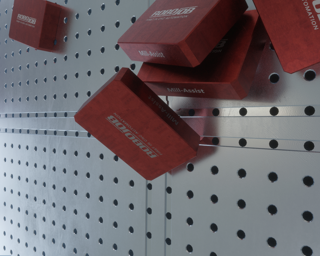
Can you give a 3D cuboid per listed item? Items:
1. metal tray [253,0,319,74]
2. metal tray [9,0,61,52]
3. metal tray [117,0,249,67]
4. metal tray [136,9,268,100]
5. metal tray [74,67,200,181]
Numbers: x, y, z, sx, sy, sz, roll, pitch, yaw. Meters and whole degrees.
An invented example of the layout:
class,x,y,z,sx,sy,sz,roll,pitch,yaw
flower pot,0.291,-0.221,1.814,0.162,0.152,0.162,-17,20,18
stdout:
class,x,y,z,sx,sy,sz,roll,pitch,yaw
metal tray,0.131,-0.125,0.271,0.090,0.030,0.130,-22,96,38
metal tray,-0.252,-0.210,0.617,0.130,0.030,0.089,26,106,37
metal tray,0.018,-0.113,0.341,0.090,0.030,0.130,-50,35,-13
metal tray,0.043,-0.080,0.346,0.130,0.030,0.090,8,67,40
metal tray,-0.026,0.001,0.376,0.130,0.030,0.090,43,127,-18
